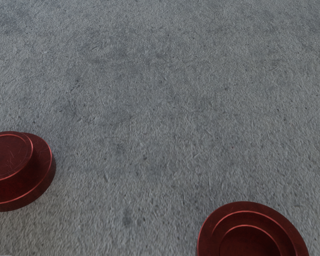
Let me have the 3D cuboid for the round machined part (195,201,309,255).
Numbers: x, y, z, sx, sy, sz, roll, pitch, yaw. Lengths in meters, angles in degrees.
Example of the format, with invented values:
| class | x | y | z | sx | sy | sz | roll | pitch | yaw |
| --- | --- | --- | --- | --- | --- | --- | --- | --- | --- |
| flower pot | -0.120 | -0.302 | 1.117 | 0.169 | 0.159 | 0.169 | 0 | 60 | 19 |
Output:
| class | x | y | z | sx | sy | sz | roll | pitch | yaw |
| --- | --- | --- | --- | --- | --- | --- | --- | --- | --- |
| round machined part | 0.082 | 0.123 | 0.290 | 0.099 | 0.042 | 0.098 | 0 | 50 | 0 |

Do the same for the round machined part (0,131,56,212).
| class | x | y | z | sx | sy | sz | roll | pitch | yaw |
| --- | --- | --- | --- | --- | --- | --- | --- | --- | --- |
| round machined part | -0.175 | 0.042 | 0.356 | 0.099 | 0.042 | 0.098 | 0 | 50 | 0 |
